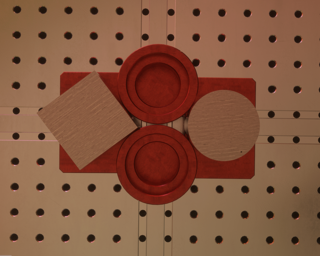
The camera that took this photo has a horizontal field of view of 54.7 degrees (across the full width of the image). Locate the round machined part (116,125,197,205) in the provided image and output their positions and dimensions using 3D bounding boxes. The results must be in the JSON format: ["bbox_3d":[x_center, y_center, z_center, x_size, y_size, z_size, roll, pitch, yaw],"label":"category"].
[{"bbox_3d":[-0.004,0.045,0.396,0.099,0.042,0.097,0,90,0],"label":"round machined part"}]

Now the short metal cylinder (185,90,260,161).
[{"bbox_3d":[0.071,-0.003,0.370,0.081,0.050,0.079,0,90,0],"label":"short metal cylinder"}]

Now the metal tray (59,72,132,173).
[{"bbox_3d":[-0.083,-0.007,0.410,0.091,0.030,0.129,1,90,-2],"label":"metal tray"}]

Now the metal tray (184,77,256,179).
[{"bbox_3d":[0.077,0.000,0.409,0.091,0.030,0.129,1,90,0],"label":"metal tray"}]

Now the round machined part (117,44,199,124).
[{"bbox_3d":[-0.002,-0.054,0.396,0.099,0.042,0.097,0,90,0],"label":"round machined part"}]

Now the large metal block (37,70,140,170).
[{"bbox_3d":[-0.081,-0.009,0.370,0.080,0.050,0.080,-37,90,0],"label":"large metal block"}]
